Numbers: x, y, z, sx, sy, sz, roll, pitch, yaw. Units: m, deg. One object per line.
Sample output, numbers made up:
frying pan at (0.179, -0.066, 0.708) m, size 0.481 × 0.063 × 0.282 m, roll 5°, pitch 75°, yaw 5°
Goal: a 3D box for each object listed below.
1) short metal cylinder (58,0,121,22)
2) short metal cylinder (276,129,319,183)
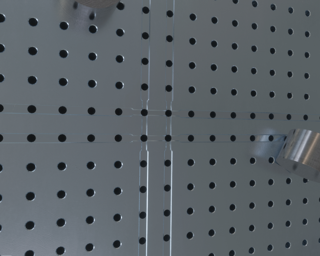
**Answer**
short metal cylinder at (-0.083, -0.174, 0.368) m, size 0.081 × 0.050 × 0.080 m, roll 0°, pitch 90°, yaw -20°
short metal cylinder at (0.224, 0.043, 0.466) m, size 0.080 × 0.080 × 0.050 m, roll 32°, pitch 80°, yaw -17°
